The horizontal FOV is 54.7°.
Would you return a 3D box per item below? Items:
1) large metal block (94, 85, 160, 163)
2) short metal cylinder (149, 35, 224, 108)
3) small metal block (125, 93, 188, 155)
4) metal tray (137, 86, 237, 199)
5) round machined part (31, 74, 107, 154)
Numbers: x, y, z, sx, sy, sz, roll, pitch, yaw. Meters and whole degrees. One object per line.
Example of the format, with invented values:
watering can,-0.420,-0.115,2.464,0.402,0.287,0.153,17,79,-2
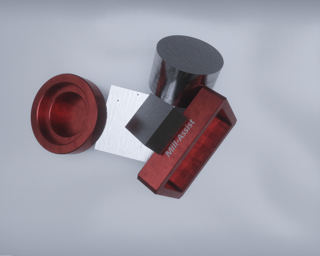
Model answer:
large metal block,-0.030,-0.003,0.397,0.080,0.050,0.080,15,90,-1
short metal cylinder,0.030,-0.069,0.376,0.080,0.080,0.050,16,134,-1
small metal block,-0.005,-0.006,0.346,0.025,0.050,0.050,37,90,-39
metal tray,0.038,0.023,0.377,0.030,0.090,0.130,36,89,27
round machined part,-0.109,-0.016,0.388,0.098,0.042,0.097,-2,84,22
